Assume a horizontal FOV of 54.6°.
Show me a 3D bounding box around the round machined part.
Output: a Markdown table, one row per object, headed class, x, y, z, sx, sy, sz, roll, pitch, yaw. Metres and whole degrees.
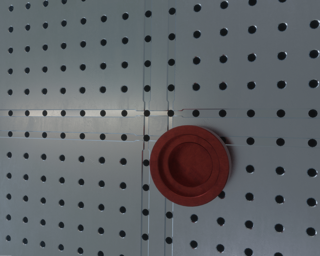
| class | x | y | z | sx | sy | sz | roll | pitch | yaw |
| --- | --- | --- | --- | --- | --- | --- | --- | --- | --- |
| round machined part | 0.040 | 0.045 | 0.390 | 0.098 | 0.042 | 0.097 | 0 | 90 | 20 |
